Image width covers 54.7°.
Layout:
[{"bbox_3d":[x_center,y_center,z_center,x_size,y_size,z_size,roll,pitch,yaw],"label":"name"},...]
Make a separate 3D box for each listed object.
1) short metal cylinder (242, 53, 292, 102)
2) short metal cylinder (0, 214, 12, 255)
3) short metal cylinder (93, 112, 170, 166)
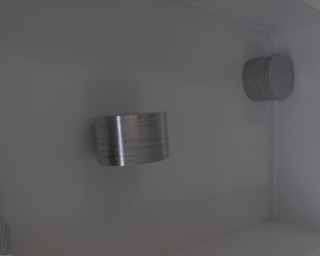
[{"bbox_3d":[0.191,-0.088,0.550,0.081,0.050,0.080,0,90,-40],"label":"short metal cylinder"},{"bbox_3d":[-0.169,0.094,0.249,0.081,0.050,0.080,0,90,-40],"label":"short metal cylinder"},{"bbox_3d":[-0.031,0.009,0.345,0.081,0.080,0.050,-8,95,-40],"label":"short metal cylinder"}]
